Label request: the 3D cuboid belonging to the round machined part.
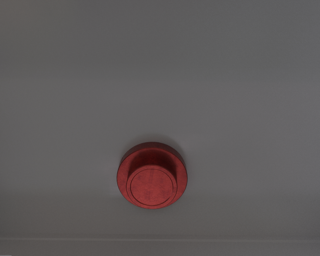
[{"bbox_3d":[-0.011,0.072,0.429,0.099,0.042,0.097,0,110,0],"label":"round machined part"}]
